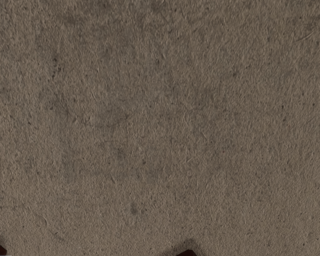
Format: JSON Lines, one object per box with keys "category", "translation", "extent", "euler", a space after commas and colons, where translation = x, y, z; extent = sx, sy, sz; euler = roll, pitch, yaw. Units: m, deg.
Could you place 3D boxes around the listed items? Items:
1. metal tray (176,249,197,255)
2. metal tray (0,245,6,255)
{"category": "metal tray", "translation": [0.020, 0.264, 0.504], "extent": [0.130, 0.030, 0.090], "euler": [-32, 107, 10]}
{"category": "metal tray", "translation": [-0.319, 0.207, 0.478], "extent": [0.130, 0.030, 0.090], "euler": [-36, 107, 12]}
